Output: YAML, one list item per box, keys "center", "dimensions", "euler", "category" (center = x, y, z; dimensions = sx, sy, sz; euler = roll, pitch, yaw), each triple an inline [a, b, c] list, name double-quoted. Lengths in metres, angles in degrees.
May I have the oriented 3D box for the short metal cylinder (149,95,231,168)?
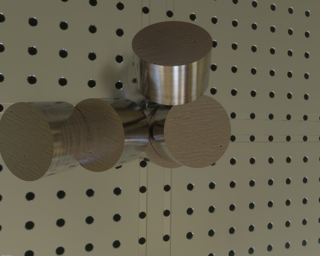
- center: [0.033, 0.003, 0.356]
  dimensions: [0.081, 0.050, 0.079]
  euler: [0, 90, -20]
  category: "short metal cylinder"

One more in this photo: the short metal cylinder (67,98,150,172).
- center: [-0.059, 0.006, 0.354]
  dimensions: [0.050, 0.080, 0.079]
  euler: [-11, 95, -61]
  category: "short metal cylinder"

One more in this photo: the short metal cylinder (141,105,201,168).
- center: [0.007, 0.009, 0.401]
  dimensions: [0.081, 0.050, 0.079]
  euler: [0, 90, -20]
  category: "short metal cylinder"

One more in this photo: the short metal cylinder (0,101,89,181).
- center: [-0.124, 0.011, 0.331]
  dimensions: [0.050, 0.080, 0.079]
  euler: [-12, 96, -62]
  category: "short metal cylinder"

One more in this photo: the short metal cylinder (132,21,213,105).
- center: [0.013, -0.070, 0.327]
  dimensions: [0.081, 0.080, 0.050]
  euler: [-25, 142, -18]
  category: "short metal cylinder"

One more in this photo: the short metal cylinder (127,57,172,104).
- center: [0.002, -0.071, 0.399]
  dimensions: [0.081, 0.050, 0.079]
  euler: [0, 90, -20]
  category: "short metal cylinder"
